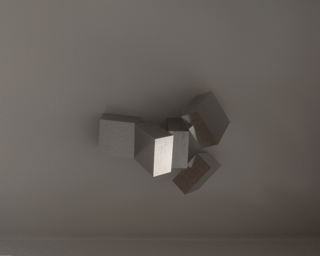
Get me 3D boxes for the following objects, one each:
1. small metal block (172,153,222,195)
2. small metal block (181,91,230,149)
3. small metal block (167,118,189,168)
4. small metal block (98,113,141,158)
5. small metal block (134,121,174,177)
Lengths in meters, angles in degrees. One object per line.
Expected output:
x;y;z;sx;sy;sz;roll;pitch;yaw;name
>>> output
0.051;0.060;0.416;0.025;0.050;0.050;46;106;21;small metal block
0.059;-0.011;0.390;0.025;0.050;0.050;-19;113;41;small metal block
0.022;0.018;0.404;0.025;0.050;0.050;1;110;-1;small metal block
-0.054;0.010;0.412;0.050;0.025;0.050;6;110;-3;small metal block
-0.009;0.025;0.386;0.025;0.050;0.050;-11;117;-30;small metal block
